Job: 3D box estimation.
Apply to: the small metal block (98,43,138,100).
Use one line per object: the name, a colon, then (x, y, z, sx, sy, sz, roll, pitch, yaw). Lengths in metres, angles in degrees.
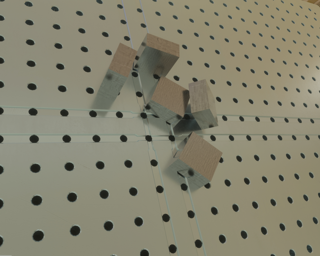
small metal block: (-0.056, -0.074, 0.407, 0.025, 0.050, 0.050, 24, 53, -14)

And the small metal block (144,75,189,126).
small metal block: (0.012, -0.039, 0.438, 0.050, 0.025, 0.050, 28, 52, -10)

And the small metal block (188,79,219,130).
small metal block: (0.062, -0.033, 0.444, 0.050, 0.025, 0.050, 50, 32, -54)

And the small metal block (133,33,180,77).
small metal block: (-0.006, -0.104, 0.452, 0.050, 0.050, 0.025, 14, 56, -20)

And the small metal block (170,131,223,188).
small metal block: (0.048, 0.041, 0.408, 0.050, 0.025, 0.050, 36, 51, -4)
